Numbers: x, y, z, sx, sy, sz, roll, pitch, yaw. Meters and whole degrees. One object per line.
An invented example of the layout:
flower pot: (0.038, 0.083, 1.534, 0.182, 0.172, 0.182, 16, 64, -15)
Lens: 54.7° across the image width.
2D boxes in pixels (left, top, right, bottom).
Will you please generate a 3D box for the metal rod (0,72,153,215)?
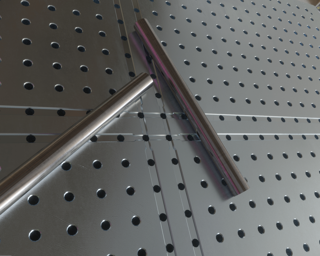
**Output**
metal rod: (-0.101, 0.016, 0.344, 0.025, 0.025, 0.301, 43, 51, 1)

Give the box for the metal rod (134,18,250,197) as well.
metal rod: (0.040, -0.040, 0.455, 0.025, 0.025, 0.299, -18, 72, -35)
